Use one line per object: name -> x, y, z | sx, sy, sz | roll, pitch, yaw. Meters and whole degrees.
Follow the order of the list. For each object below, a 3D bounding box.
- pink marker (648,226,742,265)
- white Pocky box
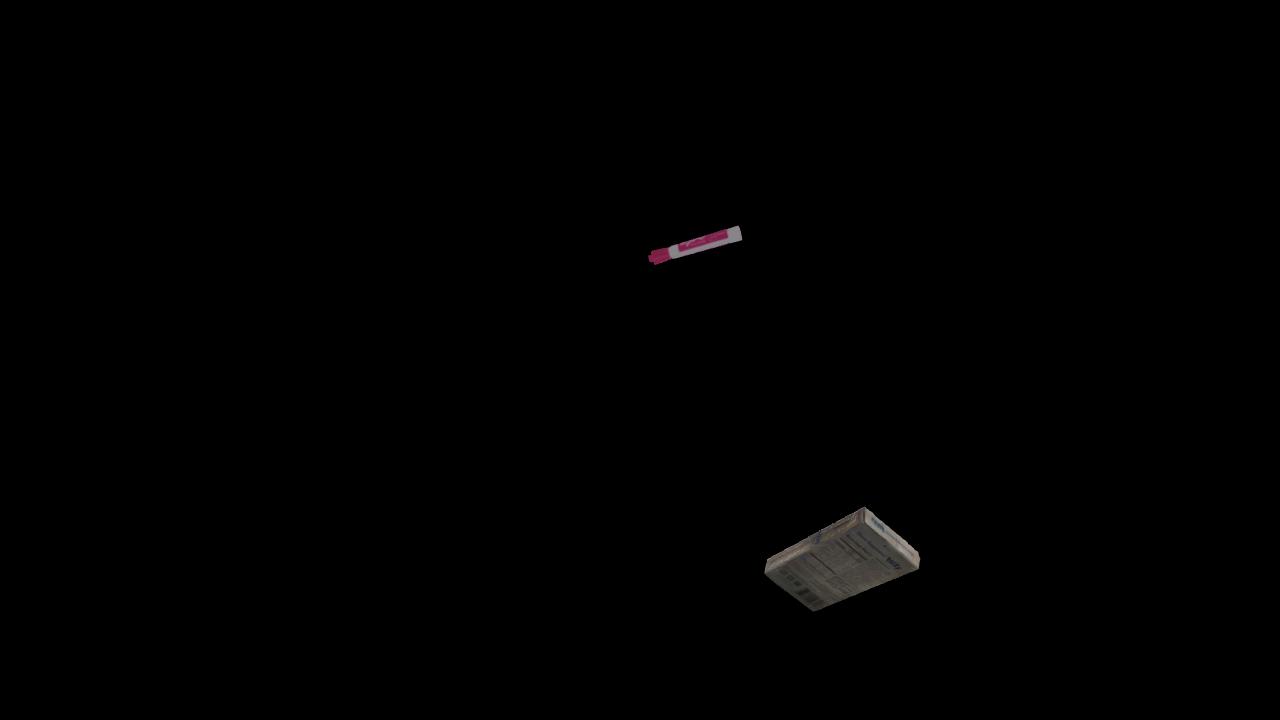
pink marker -> 0.068, -0.144, 0.780 | 0.121, 0.020, 0.020 | -14, -4, 15
white Pocky box -> 0.222, 0.229, 0.693 | 0.154, 0.084, 0.028 | -45, 8, 38
